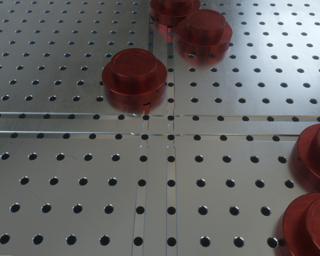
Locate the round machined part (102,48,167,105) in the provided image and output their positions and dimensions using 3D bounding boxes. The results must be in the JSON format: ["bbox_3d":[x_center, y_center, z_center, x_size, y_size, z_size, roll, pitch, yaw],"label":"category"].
[{"bbox_3d":[-0.038,-0.083,0.467,0.099,0.042,0.098,0,50,0],"label":"round machined part"}]

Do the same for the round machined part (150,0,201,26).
[{"bbox_3d":[0.030,-0.243,0.601,0.099,0.042,0.098,0,50,0],"label":"round machined part"}]

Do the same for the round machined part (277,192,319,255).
[{"bbox_3d":[0.173,0.107,0.307,0.099,0.042,0.098,0,50,0],"label":"round machined part"}]

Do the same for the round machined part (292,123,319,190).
[{"bbox_3d":[0.217,0.030,0.373,0.099,0.042,0.098,0,50,0],"label":"round machined part"}]

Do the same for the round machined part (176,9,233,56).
[{"bbox_3d":[0.078,-0.172,0.542,0.099,0.042,0.098,0,50,0],"label":"round machined part"}]
